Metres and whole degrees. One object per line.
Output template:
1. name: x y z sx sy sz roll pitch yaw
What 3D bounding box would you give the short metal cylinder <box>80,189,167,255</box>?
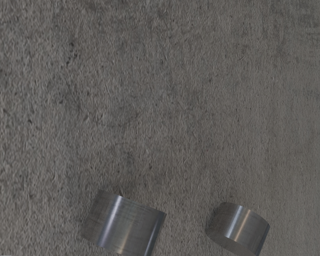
1. short metal cylinder: -0.038 0.104 0.337 0.080 0.080 0.050 32 70 -36

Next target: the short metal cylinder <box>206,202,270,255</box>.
1. short metal cylinder: 0.118 0.156 0.468 0.080 0.080 0.050 48 62 -30
